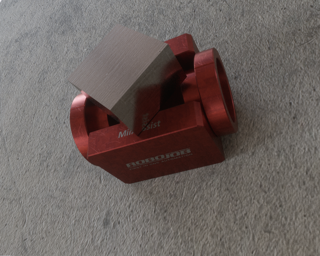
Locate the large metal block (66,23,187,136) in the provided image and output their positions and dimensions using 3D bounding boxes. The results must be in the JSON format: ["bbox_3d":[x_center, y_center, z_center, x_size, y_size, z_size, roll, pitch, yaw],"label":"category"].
[{"bbox_3d":[-0.034,-0.052,0.319,0.080,0.050,0.080,34,80,38],"label":"large metal block"}]

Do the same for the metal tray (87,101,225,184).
[{"bbox_3d":[-0.003,0.022,0.348,0.130,0.090,0.030,-16,56,18],"label":"metal tray"}]

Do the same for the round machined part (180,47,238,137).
[{"bbox_3d":[0.055,-0.037,0.352,0.042,0.098,0.098,-15,56,20],"label":"round machined part"}]

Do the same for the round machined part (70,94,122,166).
[{"bbox_3d":[-0.066,-0.003,0.393,0.042,0.098,0.098,-15,56,20],"label":"round machined part"}]

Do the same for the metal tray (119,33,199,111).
[{"bbox_3d":[-0.005,-0.060,0.403,0.130,0.090,0.030,-17,55,18],"label":"metal tray"}]
